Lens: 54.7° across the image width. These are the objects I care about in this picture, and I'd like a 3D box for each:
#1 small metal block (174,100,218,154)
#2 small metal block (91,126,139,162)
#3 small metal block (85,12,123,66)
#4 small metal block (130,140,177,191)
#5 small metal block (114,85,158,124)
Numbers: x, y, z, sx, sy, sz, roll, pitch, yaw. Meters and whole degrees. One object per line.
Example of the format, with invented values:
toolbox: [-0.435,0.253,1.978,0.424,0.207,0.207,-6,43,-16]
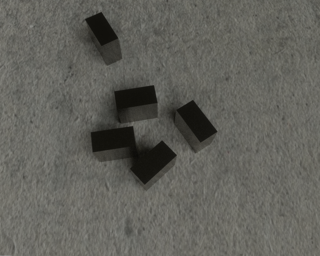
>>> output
small metal block: [0.044,0.000,0.396,0.025,0.050,0.050,-32,74,-11]
small metal block: [-0.055,0.021,0.386,0.050,0.050,0.025,-9,71,-4]
small metal block: [-0.079,-0.125,0.440,0.025,0.050,0.050,-29,73,-10]
small metal block: [-0.007,0.047,0.378,0.050,0.050,0.025,-41,76,-14]
small metal block: [-0.030,-0.030,0.405,0.050,0.050,0.025,-10,71,-4]
